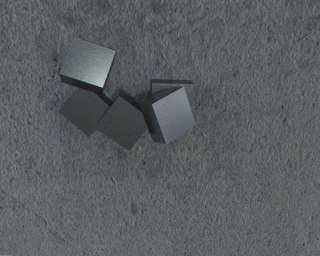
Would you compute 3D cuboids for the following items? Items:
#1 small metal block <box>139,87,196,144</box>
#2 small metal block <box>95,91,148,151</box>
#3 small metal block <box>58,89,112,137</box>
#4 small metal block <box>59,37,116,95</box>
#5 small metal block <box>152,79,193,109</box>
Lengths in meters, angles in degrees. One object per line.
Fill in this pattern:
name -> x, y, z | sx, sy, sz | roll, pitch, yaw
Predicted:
small metal block -> 0.010, -0.016, 0.365 | 0.050, 0.025, 0.050 | -32, 113, -31
small metal block -> -0.043, -0.008, 0.379 | 0.050, 0.025, 0.050 | 36, 106, -13
small metal block -> -0.092, -0.025, 0.400 | 0.050, 0.025, 0.050 | -43, 105, 14
small metal block -> -0.085, -0.073, 0.370 | 0.050, 0.025, 0.050 | 18, 72, -7
small metal block -> 0.015, -0.035, 0.398 | 0.050, 0.025, 0.050 | 2, 110, -1
